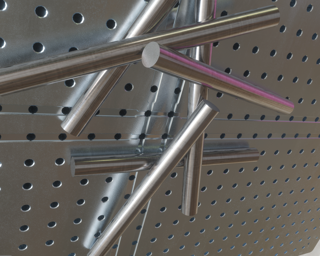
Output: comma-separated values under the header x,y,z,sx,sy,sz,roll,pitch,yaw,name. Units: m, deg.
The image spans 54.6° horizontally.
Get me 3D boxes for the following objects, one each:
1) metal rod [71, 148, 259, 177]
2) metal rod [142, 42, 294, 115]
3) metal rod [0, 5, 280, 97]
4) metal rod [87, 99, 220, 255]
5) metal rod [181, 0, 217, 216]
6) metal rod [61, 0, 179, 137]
x,y,z,sx,sy,sz,roll,pitch,yaw,name
0.026,0.047,0.453,0.302,0.025,0.025,-1,119,-28,metal rod
0.098,-0.051,0.396,0.302,0.025,0.025,9,114,-44,metal rod
-0.008,-0.085,0.319,0.302,0.025,0.025,-18,126,-15,metal rod
-0.020,0.086,0.425,0.025,0.025,0.299,20,116,-36,metal rod
0.048,-0.013,0.406,0.025,0.025,0.298,-9,116,-24,metal rod
-0.012,-0.115,0.333,0.025,0.025,0.299,31,101,-38,metal rod
